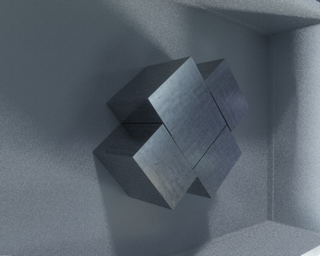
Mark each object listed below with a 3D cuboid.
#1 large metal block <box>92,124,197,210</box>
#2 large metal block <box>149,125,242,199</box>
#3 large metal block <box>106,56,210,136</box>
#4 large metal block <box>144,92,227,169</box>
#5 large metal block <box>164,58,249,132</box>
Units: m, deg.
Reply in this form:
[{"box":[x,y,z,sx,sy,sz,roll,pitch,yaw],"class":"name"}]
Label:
[{"box":[-0.018,0.041,0.357,0.050,0.080,0.080,-49,119,-29],"class":"large metal block"},{"box":[0.048,0.040,0.412,0.080,0.080,0.050,-48,119,-30],"class":"large metal block"},{"box":[-0.002,-0.037,0.369,0.080,0.080,0.050,-48,119,-30],"class":"large metal block"},{"box":[0.022,0.002,0.391,0.080,0.080,0.050,-48,119,-30],"class":"large metal block"},{"box":[0.061,-0.042,0.423,0.050,0.080,0.080,-49,119,-29],"class":"large metal block"}]
